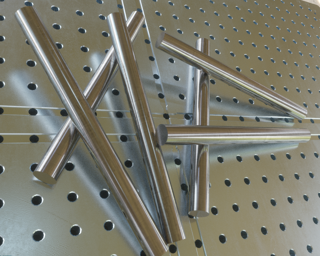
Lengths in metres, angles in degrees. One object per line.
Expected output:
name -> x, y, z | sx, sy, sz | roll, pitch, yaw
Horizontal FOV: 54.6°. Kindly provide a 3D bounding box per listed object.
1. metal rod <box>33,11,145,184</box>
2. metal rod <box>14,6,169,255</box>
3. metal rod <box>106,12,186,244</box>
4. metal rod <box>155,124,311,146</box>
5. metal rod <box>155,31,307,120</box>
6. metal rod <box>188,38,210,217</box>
metal rod -> -0.076, -0.062, 0.404 | 0.025, 0.025, 0.300 | 28, 52, -11
metal rod -> -0.075, 0.002, 0.336 | 0.025, 0.025, 0.299 | -27, 86, -37
metal rod -> -0.022, -0.013, 0.384 | 0.025, 0.025, 0.299 | -6, 71, -31
metal rod -> 0.125, 0.010, 0.445 | 0.302, 0.025, 0.025 | 1, 61, -36
metal rod -> 0.128, -0.075, 0.497 | 0.302, 0.025, 0.025 | 21, 54, -25
metal rod -> 0.060, -0.022, 0.452 | 0.025, 0.025, 0.300 | 19, 54, -18
